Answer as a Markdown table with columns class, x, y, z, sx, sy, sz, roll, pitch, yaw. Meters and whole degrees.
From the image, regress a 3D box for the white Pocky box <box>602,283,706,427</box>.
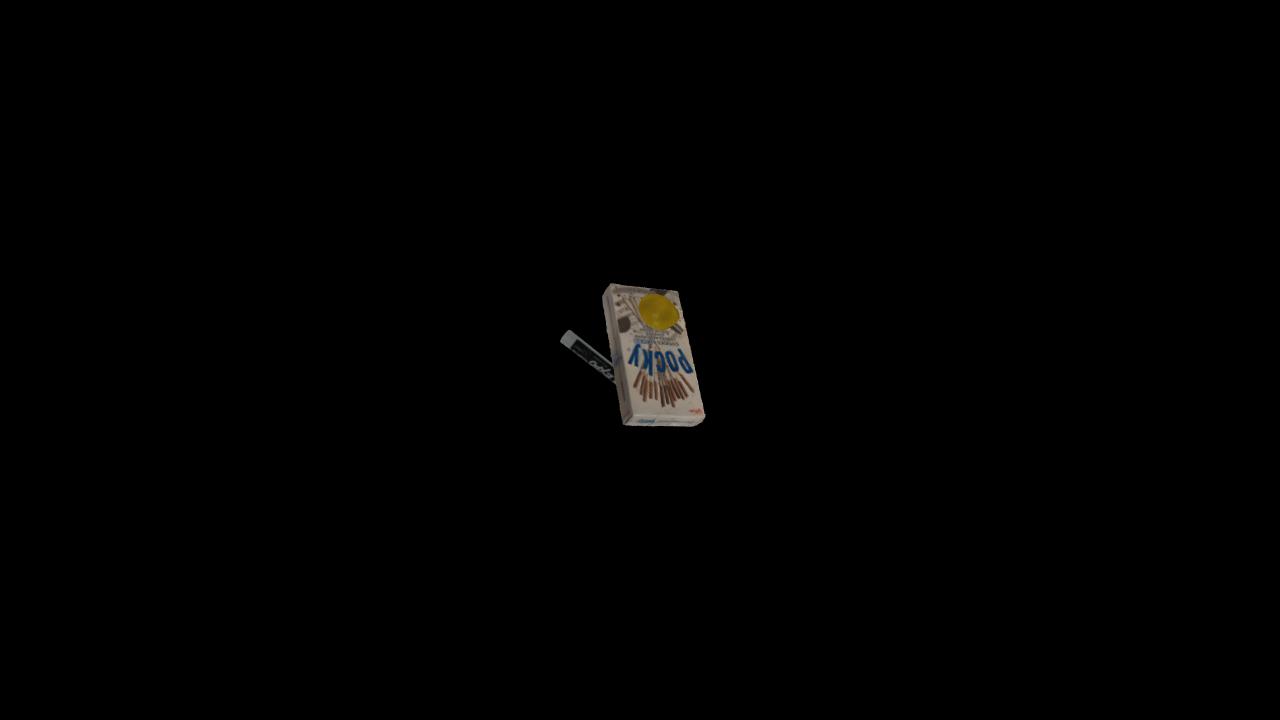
| class | x | y | z | sx | sy | sz | roll | pitch | yaw |
| --- | --- | --- | --- | --- | --- | --- | --- | --- | --- |
| white Pocky box | 0.012 | -0.006 | 0.635 | 0.084 | 0.154 | 0.028 | 4 | -30 | -25 |

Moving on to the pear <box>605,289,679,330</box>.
| class | x | y | z | sx | sy | sz | roll | pitch | yaw |
| --- | --- | --- | --- | --- | --- | --- | --- | --- | --- |
| pear | -0.010 | -0.043 | 0.682 | 0.111 | 0.080 | 0.080 | 28 | 16 | 33 |

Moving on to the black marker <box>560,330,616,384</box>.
| class | x | y | z | sx | sy | sz | roll | pitch | yaw |
| --- | --- | --- | --- | --- | --- | --- | --- | --- | --- |
| black marker | -0.041 | 0.008 | 0.724 | 0.121 | 0.020 | 0.020 | 38 | 1 | 1 |
